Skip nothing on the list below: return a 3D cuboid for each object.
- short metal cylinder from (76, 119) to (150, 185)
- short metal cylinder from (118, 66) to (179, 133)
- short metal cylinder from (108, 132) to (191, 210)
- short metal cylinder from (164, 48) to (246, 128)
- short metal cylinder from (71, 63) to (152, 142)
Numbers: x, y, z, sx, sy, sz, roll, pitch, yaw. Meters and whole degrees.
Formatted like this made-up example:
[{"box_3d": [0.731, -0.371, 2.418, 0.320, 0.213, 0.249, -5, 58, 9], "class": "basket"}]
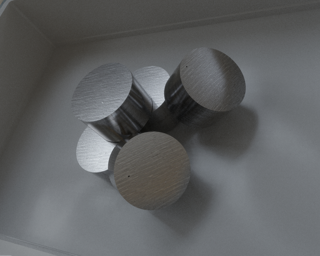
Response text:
[{"box_3d": [-0.059, 0.029, 0.400, 0.080, 0.050, 0.080, -13, 56, 20], "class": "short metal cylinder"}, {"box_3d": [-0.013, -0.036, 0.414, 0.080, 0.050, 0.080, -13, 56, 20], "class": "short metal cylinder"}, {"box_3d": [-0.013, 0.044, 0.338, 0.080, 0.080, 0.050, -55, 12, -11], "class": "short metal cylinder"}, {"box_3d": [0.051, -0.046, 0.361, 0.081, 0.050, 0.080, 8, 66, -17], "class": "short metal cylinder"}, {"box_3d": [-0.056, -0.030, 0.368, 0.080, 0.050, 0.080, -13, 56, 20], "class": "short metal cylinder"}]
